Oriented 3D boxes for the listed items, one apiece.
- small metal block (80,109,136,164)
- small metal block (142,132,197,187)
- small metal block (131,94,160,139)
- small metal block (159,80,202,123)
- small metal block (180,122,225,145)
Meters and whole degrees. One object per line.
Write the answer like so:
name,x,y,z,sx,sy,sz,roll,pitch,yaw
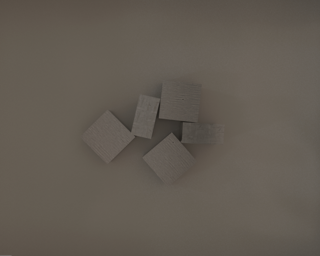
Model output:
small metal block,-0.067,0.011,0.409,0.050,0.025,0.050,-45,91,0
small metal block,0.013,0.041,0.409,0.050,0.025,0.050,-41,91,0
small metal block,-0.018,-0.014,0.396,0.025,0.050,0.050,13,90,0
small metal block,0.026,-0.034,0.410,0.050,0.025,0.050,6,90,-1
small metal block,0.052,0.007,0.397,0.050,0.050,0.025,3,90,-1
